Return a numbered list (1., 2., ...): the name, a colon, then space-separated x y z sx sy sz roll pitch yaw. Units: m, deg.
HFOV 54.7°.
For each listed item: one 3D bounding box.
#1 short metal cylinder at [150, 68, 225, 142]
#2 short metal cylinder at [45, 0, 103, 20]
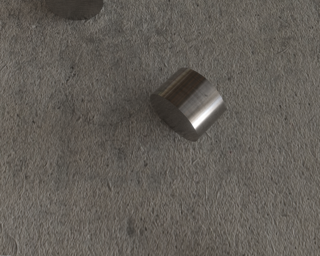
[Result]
1. short metal cylinder: 0.034 -0.029 0.389 0.080 0.080 0.050 42 75 13
2. short metal cylinder: -0.125 -0.205 0.453 0.081 0.080 0.050 -6 70 -2
